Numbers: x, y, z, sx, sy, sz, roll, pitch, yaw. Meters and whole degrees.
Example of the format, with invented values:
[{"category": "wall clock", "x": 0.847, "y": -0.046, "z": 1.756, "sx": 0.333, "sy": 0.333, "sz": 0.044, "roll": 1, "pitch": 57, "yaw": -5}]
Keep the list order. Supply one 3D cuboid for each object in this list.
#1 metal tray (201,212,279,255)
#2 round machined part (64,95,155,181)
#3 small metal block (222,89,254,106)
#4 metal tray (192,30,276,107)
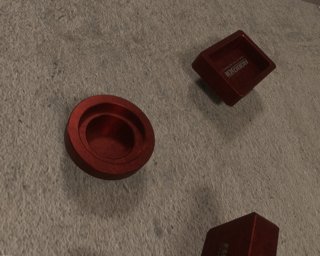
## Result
[{"category": "metal tray", "x": 0.068, "y": 0.156, "z": 0.304, "sx": 0.030, "sy": 0.090, "sz": 0.130, "roll": 32, "pitch": 51, "yaw": -8}, {"category": "round machined part", "x": -0.059, "y": 0.014, "z": 0.354, "sx": 0.099, "sy": 0.042, "sz": 0.098, "roll": 14, "pitch": 56, "yaw": -21}, {"category": "small metal block", "x": 0.118, "y": -0.071, "z": 0.513, "sx": 0.050, "sy": 0.025, "sz": 0.050, "roll": -24, "pitch": 75, "yaw": -37}, {"category": "metal tray", "x": 0.122, "y": -0.100, "z": 0.497, "sx": 0.090, "sy": 0.030, "sz": 0.131, "roll": 48, "pitch": 51, "yaw": 6}]
